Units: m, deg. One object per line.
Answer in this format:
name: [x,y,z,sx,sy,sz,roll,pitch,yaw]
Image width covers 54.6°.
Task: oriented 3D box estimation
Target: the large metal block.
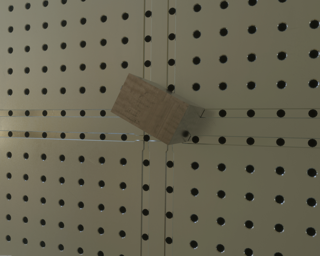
large metal block: [0.001,-0.022,0.384,0.080,0.080,0.050,30,100,17]
